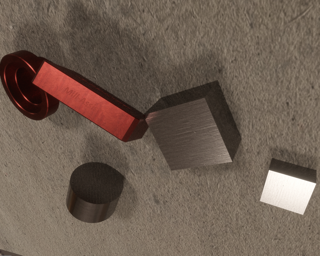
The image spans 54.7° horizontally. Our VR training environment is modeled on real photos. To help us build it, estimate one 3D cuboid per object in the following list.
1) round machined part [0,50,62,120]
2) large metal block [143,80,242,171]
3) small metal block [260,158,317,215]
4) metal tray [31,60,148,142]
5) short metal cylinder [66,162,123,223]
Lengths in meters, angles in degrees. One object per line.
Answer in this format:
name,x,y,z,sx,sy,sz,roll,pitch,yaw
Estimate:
round machined part,-0.177,-0.063,0.442,0.098,0.042,0.097,19,127,27
large metal block,0.040,-0.001,0.368,0.080,0.050,0.080,-14,111,33
small metal block,0.152,0.069,0.369,0.050,0.025,0.050,15,125,19
metal tray,-0.078,-0.031,0.383,0.130,0.090,0.030,32,95,7
short metal cylinder,-0.103,0.100,0.485,0.080,0.080,0.050,29,128,9
